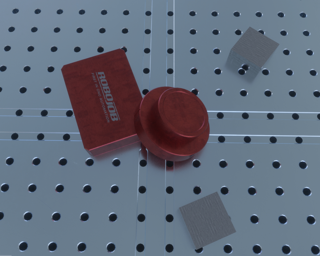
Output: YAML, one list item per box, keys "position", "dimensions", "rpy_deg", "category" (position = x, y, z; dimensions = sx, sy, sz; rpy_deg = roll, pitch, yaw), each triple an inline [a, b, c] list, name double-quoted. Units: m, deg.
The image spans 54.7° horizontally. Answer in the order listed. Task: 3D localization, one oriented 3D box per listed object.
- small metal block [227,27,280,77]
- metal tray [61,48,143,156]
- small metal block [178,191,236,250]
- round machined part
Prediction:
- position: [0.136, -0.112, 0.453]
  dimensions: [0.050, 0.025, 0.050]
  rpy_deg: [36, 74, 12]
  category: "small metal block"
- position: [-0.072, -0.037, 0.422]
  dimensions: [0.091, 0.030, 0.130]
  rpy_deg: [-19, 71, -7]
  category: "metal tray"
- position: [0.055, 0.111, 0.371]
  dimensions: [0.050, 0.025, 0.050]
  rpy_deg: [-21, 72, -8]
  category: "small metal block"
- position: [0.021, -0.011, 0.387]
  dimensions: [0.099, 0.042, 0.098]
  rpy_deg: [12, 59, -21]
  category: "round machined part"
